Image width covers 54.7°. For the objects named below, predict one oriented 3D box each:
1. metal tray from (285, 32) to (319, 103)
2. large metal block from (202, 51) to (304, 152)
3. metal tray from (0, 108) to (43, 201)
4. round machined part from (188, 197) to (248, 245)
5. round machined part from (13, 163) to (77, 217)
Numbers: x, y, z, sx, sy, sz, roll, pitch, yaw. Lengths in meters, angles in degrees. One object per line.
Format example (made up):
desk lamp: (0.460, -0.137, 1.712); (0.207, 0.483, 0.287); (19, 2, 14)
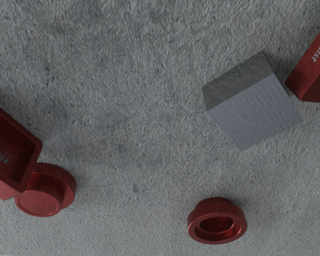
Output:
metal tray: (0.203, -0.084, 0.318); (0.091, 0.030, 0.129); (2, 133, -26)
large metal block: (0.108, -0.029, 0.368); (0.080, 0.050, 0.080); (-31, 124, 23)
metal tray: (-0.211, 0.016, 0.374); (0.030, 0.090, 0.130); (-26, 126, 20)
round machined part: (0.096, 0.155, 0.530); (0.099, 0.042, 0.097); (-1, 130, 0)
round machined part: (-0.183, 0.102, 0.480); (0.099, 0.042, 0.097); (-1, 130, 0)
